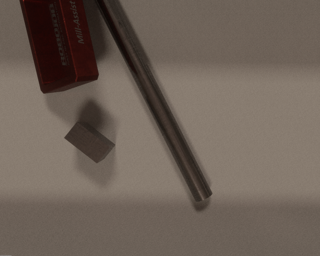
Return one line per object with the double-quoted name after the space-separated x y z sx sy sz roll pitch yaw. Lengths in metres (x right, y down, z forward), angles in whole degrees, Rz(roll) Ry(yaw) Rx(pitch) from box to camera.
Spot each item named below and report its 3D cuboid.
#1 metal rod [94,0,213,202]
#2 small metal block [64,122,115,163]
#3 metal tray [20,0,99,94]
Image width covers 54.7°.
-0.009 -0.042 0.411 0.025 0.025 0.299 -27 90 0 "metal rod"
-0.088 0.017 0.398 0.050 0.050 0.025 38 90 -1 "small metal block"
-0.124 -0.113 0.375 0.030 0.090 0.129 -16 96 -45 "metal tray"
